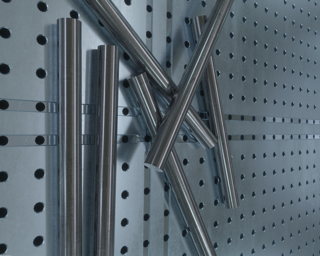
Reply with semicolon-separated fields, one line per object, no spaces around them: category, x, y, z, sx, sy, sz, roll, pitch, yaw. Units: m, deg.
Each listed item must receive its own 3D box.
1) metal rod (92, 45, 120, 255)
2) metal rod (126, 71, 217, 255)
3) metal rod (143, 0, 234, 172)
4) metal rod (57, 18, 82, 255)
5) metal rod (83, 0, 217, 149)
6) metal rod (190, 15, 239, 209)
metal rod;-0.063;0.057;0.355;0.025;0.025;0.298;2;89;-40
metal rod;0.023;0.067;0.427;0.025;0.025;0.299;-34;111;-35
metal rod;0.049;-0.083;0.414;0.025;0.025;0.300;37;67;-34
metal rod;-0.096;0.037;0.328;0.025;0.025;0.298;0;90;-40
metal rod;-0.011;-0.076;0.398;0.300;0.025;0.025;49;61;-29
metal rod;0.087;-0.018;0.480;0.025;0.025;0.298;-20;103;-38
